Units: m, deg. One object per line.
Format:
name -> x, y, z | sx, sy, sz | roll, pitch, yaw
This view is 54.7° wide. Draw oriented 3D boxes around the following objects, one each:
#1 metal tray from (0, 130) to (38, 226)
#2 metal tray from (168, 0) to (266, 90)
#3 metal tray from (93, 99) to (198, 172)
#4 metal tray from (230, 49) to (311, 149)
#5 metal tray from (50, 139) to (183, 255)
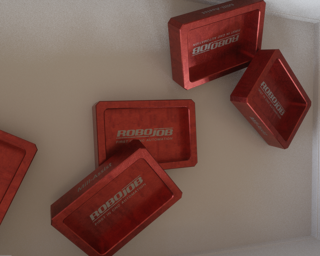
metal tray -> -0.197, 0.061, 0.316 | 0.090, 0.030, 0.130 | 27, 65, -19
metal tray -> 0.077, -0.114, 0.414 | 0.131, 0.030, 0.089 | -23, 131, -19
metal tray -> -0.018, 0.010, 0.402 | 0.131, 0.030, 0.089 | -3, 91, -21
metal tray -> 0.165, -0.039, 0.450 | 0.130, 0.030, 0.090 | 40, 77, -34
metal tray -> -0.049, 0.087, 0.367 | 0.130, 0.030, 0.090 | -39, 117, -5
